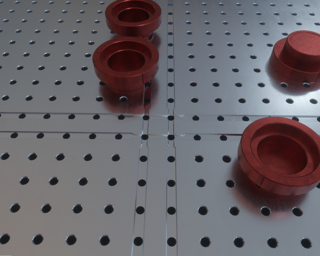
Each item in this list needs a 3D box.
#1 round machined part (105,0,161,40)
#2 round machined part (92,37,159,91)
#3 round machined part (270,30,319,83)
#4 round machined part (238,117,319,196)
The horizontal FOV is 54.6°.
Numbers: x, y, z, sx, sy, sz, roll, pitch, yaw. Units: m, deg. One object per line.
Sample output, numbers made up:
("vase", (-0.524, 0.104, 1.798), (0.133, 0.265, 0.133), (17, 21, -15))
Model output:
("round machined part", (-0.047, -0.192, 0.558), (0.099, 0.042, 0.098), (0, 50, 0))
("round machined part", (-0.051, -0.094, 0.476), (0.099, 0.042, 0.098), (0, 50, 0))
("round machined part", (0.233, -0.121, 0.499), (0.099, 0.042, 0.098), (0, 50, 0))
("round machined part", (0.141, 0.036, 0.367), (0.099, 0.042, 0.098), (0, 50, 0))
